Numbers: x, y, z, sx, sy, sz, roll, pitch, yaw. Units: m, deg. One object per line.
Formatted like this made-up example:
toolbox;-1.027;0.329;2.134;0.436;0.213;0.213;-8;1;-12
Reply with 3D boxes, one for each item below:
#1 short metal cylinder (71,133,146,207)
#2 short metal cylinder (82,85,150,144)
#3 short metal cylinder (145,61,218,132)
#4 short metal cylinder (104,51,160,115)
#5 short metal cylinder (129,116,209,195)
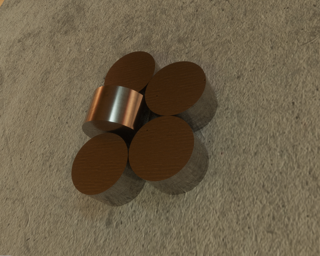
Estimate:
short metal cylinder;-0.062;0.053;0.390;0.080;0.050;0.080;-14;56;21
short metal cylinder;-0.056;-0.012;0.407;0.080;0.080;0.050;-3;61;27
short metal cylinder;0.028;-0.038;0.397;0.080;0.050;0.080;-13;57;21
short metal cylinder;-0.032;-0.062;0.444;0.080;0.050;0.080;-14;56;21
short metal cylinder;0.011;0.032;0.363;0.080;0.050;0.080;-14;56;22
